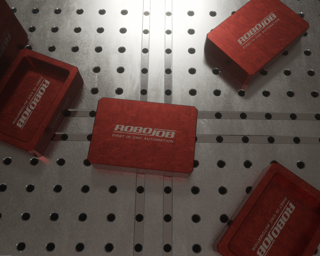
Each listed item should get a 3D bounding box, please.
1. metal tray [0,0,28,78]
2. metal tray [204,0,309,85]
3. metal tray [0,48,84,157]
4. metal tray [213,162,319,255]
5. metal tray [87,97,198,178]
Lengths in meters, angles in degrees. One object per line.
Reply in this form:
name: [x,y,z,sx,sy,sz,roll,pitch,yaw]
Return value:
metal tray: [-0.230,-0.099,0.410,0.030,0.090,0.130,13,71,4]
metal tray: [0.142,-0.136,0.461,0.130,0.030,0.090,-40,75,-14]
metal tray: [-0.175,-0.036,0.420,0.090,0.030,0.130,21,71,7]
metal tray: [0.136,0.118,0.367,0.090,0.030,0.130,36,74,12]
metal tray: [-0.020,0.012,0.404,0.131,0.030,0.090,6,70,1]
